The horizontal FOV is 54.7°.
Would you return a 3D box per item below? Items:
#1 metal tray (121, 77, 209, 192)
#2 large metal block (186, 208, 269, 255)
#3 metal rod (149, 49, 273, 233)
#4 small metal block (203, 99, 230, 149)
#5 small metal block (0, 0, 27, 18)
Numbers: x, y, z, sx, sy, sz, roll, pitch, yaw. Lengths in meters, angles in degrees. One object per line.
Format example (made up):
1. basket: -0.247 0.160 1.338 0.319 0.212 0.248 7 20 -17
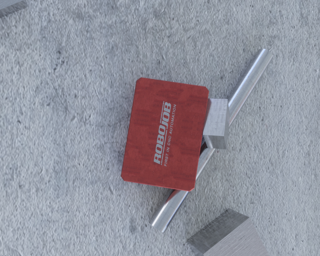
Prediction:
1. metal tray: 0.007 0.008 0.392 0.091 0.030 0.129 9 87 3
2. large metal block: 0.097 0.174 0.434 0.080 0.050 0.080 -31 101 -18
3. metal rod: 0.078 0.010 0.439 0.025 0.025 0.300 38 78 -17
4. small metal block: 0.075 -0.005 0.403 0.025 0.050 0.050 4 69 17
5. small metal block: -0.184 -0.151 0.341 0.050 0.025 0.050 -32 101 -17
